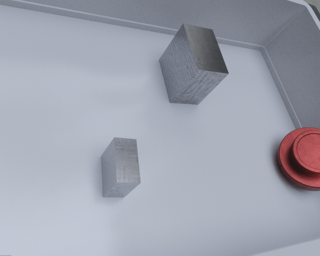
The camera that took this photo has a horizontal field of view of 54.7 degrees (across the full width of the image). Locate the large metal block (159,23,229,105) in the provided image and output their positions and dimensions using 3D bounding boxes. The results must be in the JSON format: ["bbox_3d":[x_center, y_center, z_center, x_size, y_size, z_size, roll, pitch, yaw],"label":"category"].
[{"bbox_3d":[0.045,-0.090,0.452,0.050,0.080,0.080,2,61,-28],"label":"large metal block"}]

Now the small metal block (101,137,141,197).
[{"bbox_3d":[-0.044,0.044,0.340,0.025,0.050,0.050,6,59,-25],"label":"small metal block"}]

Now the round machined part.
[{"bbox_3d":[0.231,0.042,0.468,0.099,0.042,0.098,-3,63,7],"label":"round machined part"}]
